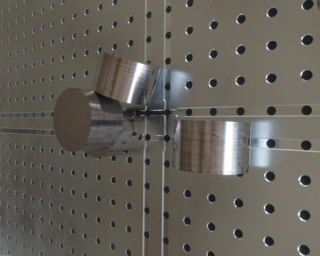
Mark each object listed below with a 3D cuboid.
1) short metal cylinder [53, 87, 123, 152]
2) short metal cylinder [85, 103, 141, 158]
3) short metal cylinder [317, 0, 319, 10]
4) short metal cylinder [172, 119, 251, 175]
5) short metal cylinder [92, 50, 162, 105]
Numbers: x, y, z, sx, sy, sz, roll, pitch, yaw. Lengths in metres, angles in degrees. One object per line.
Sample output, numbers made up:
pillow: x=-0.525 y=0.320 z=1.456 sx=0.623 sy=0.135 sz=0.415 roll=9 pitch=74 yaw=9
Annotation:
short metal cylinder: x=-0.094 y=-0.011 z=0.403 sx=0.080 sy=0.050 sz=0.079 roll=0 pitch=90 yaw=40
short metal cylinder: x=-0.075 y=0.002 z=0.453 sx=0.080 sy=0.050 sz=0.079 roll=0 pitch=90 yaw=39
short metal cylinder: x=0.170 y=-0.113 z=0.233 sx=0.050 sy=0.081 sz=0.080 roll=49 pitch=119 yaw=28
short metal cylinder: x=0.054 y=0.017 z=0.328 sx=0.080 sy=0.081 sz=0.050 roll=4 pitch=93 yaw=39
short metal cylinder: x=-0.044 y=-0.066 z=0.407 sx=0.080 sy=0.081 sz=0.050 roll=27 pitch=107 yaw=36
